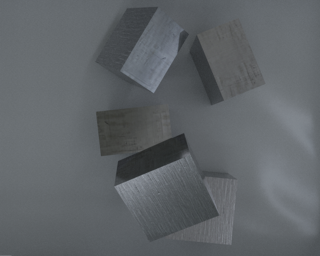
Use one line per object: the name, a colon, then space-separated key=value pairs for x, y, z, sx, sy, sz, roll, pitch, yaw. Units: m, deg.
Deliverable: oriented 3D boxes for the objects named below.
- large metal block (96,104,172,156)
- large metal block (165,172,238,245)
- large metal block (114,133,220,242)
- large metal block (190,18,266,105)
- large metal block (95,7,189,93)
large metal block: x=-0.028 y=0.002 z=0.384 sx=0.081 sy=0.080 sz=0.050 roll=-6 pitch=90 yaw=0
large metal block: x=0.050 y=0.098 z=0.400 sx=0.081 sy=0.050 sz=0.079 roll=6 pitch=90 yaw=-1
large metal block: x=0.008 y=0.064 z=0.334 sx=0.080 sy=0.050 sz=0.080 roll=-24 pitch=113 yaw=7
large metal block: x=0.079 y=-0.077 z=0.385 sx=0.050 sy=0.080 sz=0.080 roll=-22 pitch=90 yaw=0
large metal block: x=-0.025 y=-0.096 z=0.376 sx=0.050 sy=0.080 sz=0.080 roll=31 pitch=90 yaw=-36
